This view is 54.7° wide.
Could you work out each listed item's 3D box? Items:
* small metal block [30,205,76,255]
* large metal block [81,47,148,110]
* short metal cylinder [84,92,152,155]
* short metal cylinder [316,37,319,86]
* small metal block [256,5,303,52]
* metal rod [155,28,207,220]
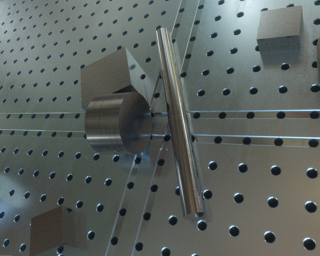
[{"bbox_3d":[-0.138,0.135,0.398,0.050,0.025,0.050,-24,53,13],"label":"small metal block"},{"bbox_3d":[-0.070,-0.063,0.468,0.080,0.050,0.080,-23,53,14],"label":"large metal block"},{"bbox_3d":[-0.052,-0.005,0.404,0.050,0.080,0.080,-2,61,27],"label":"short metal cylinder"},{"bbox_3d":[0.210,-0.072,0.326,0.080,0.050,0.080,-13,56,21],"label":"short metal cylinder"},{"bbox_3d":[0.157,-0.129,0.405,0.050,0.025,0.050,2,63,29],"label":"small metal block"},{"bbox_3d":[0.021,-0.029,0.414,0.025,0.025,0.299,-19,54,17],"label":"metal rod"}]
